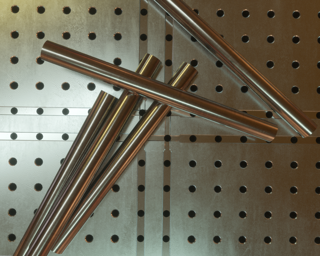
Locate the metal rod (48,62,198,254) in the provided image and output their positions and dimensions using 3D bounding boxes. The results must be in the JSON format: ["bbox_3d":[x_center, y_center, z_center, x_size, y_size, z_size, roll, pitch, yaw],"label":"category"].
[{"bbox_3d":[-0.049,0.039,0.412,0.025,0.025,0.299,37,90,-1],"label":"metal rod"}]

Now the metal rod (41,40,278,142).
[{"bbox_3d":[0.003,-0.044,0.386,0.302,0.025,0.025,20,90,-5],"label":"metal rod"}]

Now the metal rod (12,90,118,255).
[{"bbox_3d":[-0.137,0.087,0.411,0.025,0.025,0.299,28,90,-1],"label":"metal rod"}]

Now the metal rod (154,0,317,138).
[{"bbox_3d":[0.090,-0.097,0.414,0.300,0.025,0.025,43,90,-1],"label":"metal rod"}]

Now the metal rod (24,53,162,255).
[{"bbox_3d":[-0.083,0.036,0.400,0.025,0.025,0.299,30,85,-1],"label":"metal rod"}]
